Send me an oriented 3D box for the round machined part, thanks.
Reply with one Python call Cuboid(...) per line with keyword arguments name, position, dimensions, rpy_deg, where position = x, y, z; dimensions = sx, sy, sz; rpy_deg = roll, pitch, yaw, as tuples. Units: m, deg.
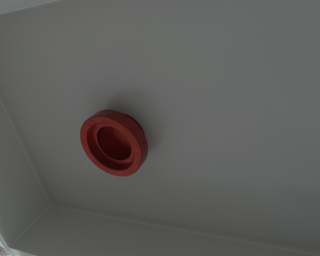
Cuboid(name="round machined part", position=(-0.060, 0.017, 0.441), dimensions=(0.098, 0.042, 0.097), rpy_deg=(13, 124, 21))
